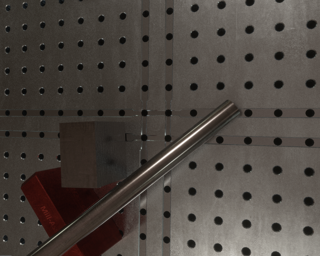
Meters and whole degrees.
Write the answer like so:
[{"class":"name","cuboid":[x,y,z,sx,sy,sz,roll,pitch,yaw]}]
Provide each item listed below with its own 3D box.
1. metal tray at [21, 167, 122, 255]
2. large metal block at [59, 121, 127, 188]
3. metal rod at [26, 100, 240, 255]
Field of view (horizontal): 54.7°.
[{"class":"metal tray","cuboid":[-0.115,0.115,0.417,0.030,0.090,0.130,-39,78,16]},{"class":"large metal block","cuboid":[-0.086,0.032,0.412,0.050,0.080,0.079,-3,89,20]},{"class":"metal rod","cuboid":[-0.028,0.066,0.364,0.301,0.025,0.025,-37,77,-7]}]
